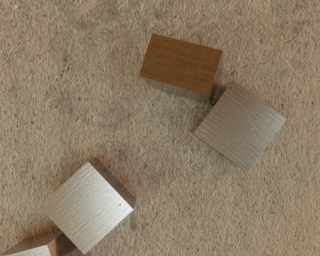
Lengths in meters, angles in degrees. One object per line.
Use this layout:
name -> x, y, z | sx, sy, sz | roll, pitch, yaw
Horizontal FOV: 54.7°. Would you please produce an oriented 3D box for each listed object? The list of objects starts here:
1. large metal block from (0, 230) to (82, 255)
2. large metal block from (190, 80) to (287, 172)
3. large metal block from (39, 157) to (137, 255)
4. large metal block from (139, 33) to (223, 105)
large metal block -> -0.144, 0.180, 0.386 | 0.080, 0.050, 0.080 | -20, 90, 17
large metal block -> 0.097, -0.002, 0.398 | 0.080, 0.050, 0.080 | 36, 90, -1
large metal block -> -0.089, 0.096, 0.397 | 0.080, 0.050, 0.080 | -43, 90, 0
large metal block -> 0.030, -0.068, 0.375 | 0.080, 0.080, 0.050 | 17, 90, 12
